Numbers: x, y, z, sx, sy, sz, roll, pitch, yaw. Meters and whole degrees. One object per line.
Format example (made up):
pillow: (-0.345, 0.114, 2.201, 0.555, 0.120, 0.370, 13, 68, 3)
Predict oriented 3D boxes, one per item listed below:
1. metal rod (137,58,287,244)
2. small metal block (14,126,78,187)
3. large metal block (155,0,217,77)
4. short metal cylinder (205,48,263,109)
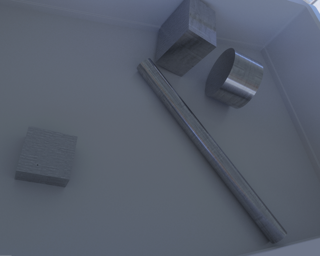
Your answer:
metal rod: (0.066, 0.025, 0.427, 0.025, 0.025, 0.299, -30, 79, -38)
small metal block: (-0.118, 0.031, 0.324, 0.050, 0.025, 0.050, 14, 56, -21)
large metal block: (0.039, -0.140, 0.474, 0.050, 0.080, 0.080, 24, 52, -26)
short metal cylinder: (0.113, -0.076, 0.480, 0.050, 0.080, 0.080, 23, 53, -15)
